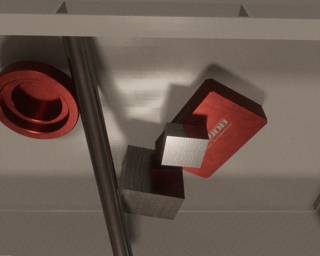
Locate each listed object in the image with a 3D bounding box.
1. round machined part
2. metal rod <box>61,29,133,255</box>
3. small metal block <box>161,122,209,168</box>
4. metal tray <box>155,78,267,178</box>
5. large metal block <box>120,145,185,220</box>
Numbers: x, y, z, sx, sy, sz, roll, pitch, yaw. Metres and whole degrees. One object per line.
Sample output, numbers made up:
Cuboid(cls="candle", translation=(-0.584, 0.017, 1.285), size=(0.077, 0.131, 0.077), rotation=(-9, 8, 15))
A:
Cuboid(cls="round machined part", translation=(-0.142, -0.036, 0.365), size=(0.099, 0.042, 0.097), rotation=(0, 130, 0))
Cuboid(cls="metal rod", translation=(-0.069, 0.038, 0.370), size=(0.025, 0.025, 0.298), rotation=(-7, 108, 5))
Cuboid(cls="small metal block", translation=(0.030, 0.022, 0.389), size=(0.050, 0.025, 0.050), rotation=(5, 130, -5))
Cuboid(cls="metal tray", translation=(0.063, 0.007, 0.413), size=(0.090, 0.030, 0.129), rotation=(24, 126, -20))
Cuboid(cls="large metal block", translation=(-0.014, 0.076, 0.438), size=(0.081, 0.080, 0.050), rotation=(12, 129, -10))
